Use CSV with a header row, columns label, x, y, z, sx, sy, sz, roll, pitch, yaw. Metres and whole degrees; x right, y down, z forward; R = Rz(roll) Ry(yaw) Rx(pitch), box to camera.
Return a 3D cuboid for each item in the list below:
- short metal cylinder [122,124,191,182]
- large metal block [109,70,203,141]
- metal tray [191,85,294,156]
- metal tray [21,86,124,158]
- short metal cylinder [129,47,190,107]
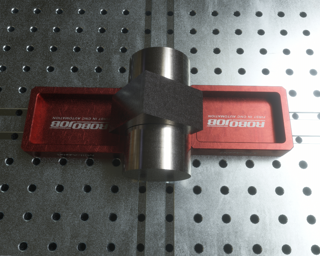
label,x,y,z,sx,sy,sz,roll,pitch,yaw
short metal cylinder,-0.003,0.032,0.370,0.081,0.080,0.050,2,70,0
large metal block,-0.005,-0.019,0.374,0.081,0.080,0.050,15,66,-31
metal tray,0.102,-0.010,0.413,0.131,0.030,0.090,1,70,0
metal tray,-0.106,-0.008,0.410,0.131,0.030,0.090,1,70,0
short metal cylinder,-0.001,-0.062,0.405,0.081,0.080,0.050,1,70,0
